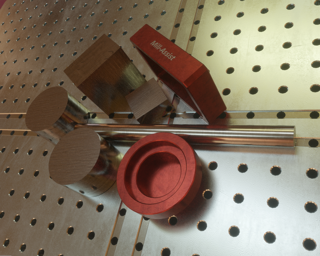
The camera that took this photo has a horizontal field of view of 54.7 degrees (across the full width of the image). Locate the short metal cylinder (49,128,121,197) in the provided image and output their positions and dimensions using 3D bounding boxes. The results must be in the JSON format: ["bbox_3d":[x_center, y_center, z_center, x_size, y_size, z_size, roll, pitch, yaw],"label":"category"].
[{"bbox_3d":[-0.100,0.046,0.416,0.080,0.050,0.080,-13,56,21],"label":"short metal cylinder"}]

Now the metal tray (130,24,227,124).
[{"bbox_3d":[0.022,-0.070,0.398,0.030,0.090,0.130,-43,51,-1],"label":"metal tray"}]

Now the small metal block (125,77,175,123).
[{"bbox_3d":[-0.015,-0.036,0.439,0.050,0.025,0.050,-34,51,6],"label":"small metal block"}]

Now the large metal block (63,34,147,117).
[{"bbox_3d":[-0.079,-0.077,0.462,0.080,0.080,0.050,-44,52,-2],"label":"large metal block"}]

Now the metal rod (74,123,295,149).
[{"bbox_3d":[0.010,0.007,0.398,0.300,0.025,0.025,1,62,28],"label":"metal rod"}]

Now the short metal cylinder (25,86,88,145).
[{"bbox_3d":[-0.162,-0.018,0.488,0.080,0.050,0.080,-13,56,21],"label":"short metal cylinder"}]

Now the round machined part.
[{"bbox_3d":[0.003,0.057,0.361,0.098,0.042,0.098,-13,56,21],"label":"round machined part"}]
